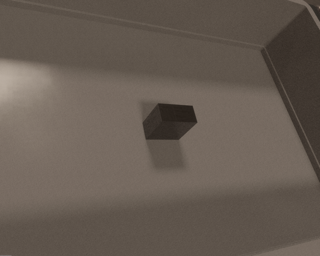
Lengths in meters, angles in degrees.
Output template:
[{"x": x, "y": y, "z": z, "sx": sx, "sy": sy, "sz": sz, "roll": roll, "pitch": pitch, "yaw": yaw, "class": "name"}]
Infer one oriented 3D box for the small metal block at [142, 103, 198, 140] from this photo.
[{"x": 0.012, "y": -0.007, "z": 0.402, "sx": 0.050, "sy": 0.050, "sz": 0.025, "roll": 2, "pitch": 61, "yaw": -28, "class": "small metal block"}]
